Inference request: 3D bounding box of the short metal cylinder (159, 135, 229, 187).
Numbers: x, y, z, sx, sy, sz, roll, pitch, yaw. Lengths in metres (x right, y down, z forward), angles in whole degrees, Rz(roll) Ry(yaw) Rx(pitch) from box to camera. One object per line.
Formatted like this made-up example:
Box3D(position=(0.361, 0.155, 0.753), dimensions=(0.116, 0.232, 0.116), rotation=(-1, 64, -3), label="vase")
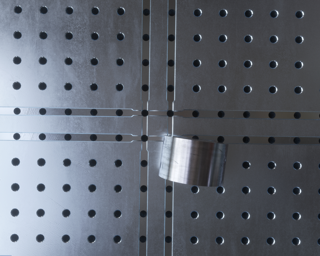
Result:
Box3D(position=(0.041, 0.039, 0.386), dimensions=(0.080, 0.080, 0.050), rotation=(8, 90, 0), label="short metal cylinder")
